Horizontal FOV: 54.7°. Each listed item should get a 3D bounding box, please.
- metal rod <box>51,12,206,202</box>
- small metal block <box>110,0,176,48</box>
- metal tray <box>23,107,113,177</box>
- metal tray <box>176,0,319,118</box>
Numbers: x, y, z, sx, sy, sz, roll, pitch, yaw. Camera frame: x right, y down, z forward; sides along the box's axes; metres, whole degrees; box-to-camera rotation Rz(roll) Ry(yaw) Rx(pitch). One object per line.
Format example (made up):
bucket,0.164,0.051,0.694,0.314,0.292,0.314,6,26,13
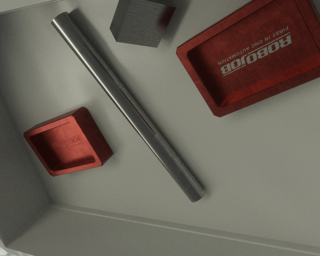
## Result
metal rod,-0.036,-0.021,0.413,0.025,0.025,0.300,-30,102,37
small metal block,-0.019,-0.116,0.327,0.050,0.050,0.025,-59,44,39
metal tray,-0.149,0.026,0.497,0.130,0.030,0.090,-16,111,34
metal tray,0.092,-0.074,0.310,0.130,0.030,0.090,-24,106,36
